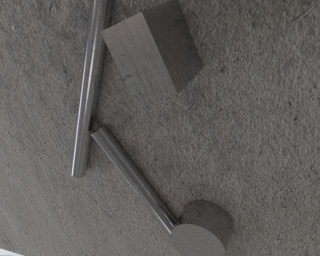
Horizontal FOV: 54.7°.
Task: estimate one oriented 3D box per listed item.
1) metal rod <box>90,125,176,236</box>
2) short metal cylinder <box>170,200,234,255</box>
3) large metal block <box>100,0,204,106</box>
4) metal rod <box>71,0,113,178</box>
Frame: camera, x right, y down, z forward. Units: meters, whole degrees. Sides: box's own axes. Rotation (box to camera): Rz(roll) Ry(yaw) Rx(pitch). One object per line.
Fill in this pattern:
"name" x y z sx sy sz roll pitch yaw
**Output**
"metal rod" -0.007 0.122 0.485 0.025 0.025 0.299 -27 104 37
"short metal cylinder" 0.062 0.152 0.452 0.080 0.050 0.079 13 124 21
"large metal block" -0.003 -0.080 0.323 0.050 0.080 0.080 -13 112 33
"metal rod" -0.102 -0.037 0.437 0.025 0.025 0.298 27 128 11
